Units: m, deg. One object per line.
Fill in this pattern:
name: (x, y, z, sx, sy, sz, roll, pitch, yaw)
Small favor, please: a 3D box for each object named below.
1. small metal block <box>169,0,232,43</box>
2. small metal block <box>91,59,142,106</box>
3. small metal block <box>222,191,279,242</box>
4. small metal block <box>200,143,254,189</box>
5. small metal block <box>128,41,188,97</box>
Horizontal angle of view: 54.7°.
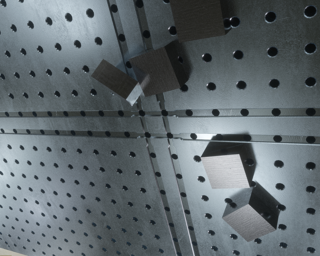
small metal block: (0.041, -0.119, 0.315, 0.050, 0.025, 0.050, -2, 118, 28)
small metal block: (-0.052, -0.055, 0.384, 0.050, 0.050, 0.025, 34, 87, 5)
small metal block: (0.122, 0.122, 0.421, 0.050, 0.025, 0.050, 43, 129, -2)
small metal block: (0.086, 0.050, 0.396, 0.050, 0.025, 0.050, -9, 114, 31)
small metal block: (-0.001, -0.069, 0.368, 0.050, 0.025, 0.050, -11, 113, 32)
